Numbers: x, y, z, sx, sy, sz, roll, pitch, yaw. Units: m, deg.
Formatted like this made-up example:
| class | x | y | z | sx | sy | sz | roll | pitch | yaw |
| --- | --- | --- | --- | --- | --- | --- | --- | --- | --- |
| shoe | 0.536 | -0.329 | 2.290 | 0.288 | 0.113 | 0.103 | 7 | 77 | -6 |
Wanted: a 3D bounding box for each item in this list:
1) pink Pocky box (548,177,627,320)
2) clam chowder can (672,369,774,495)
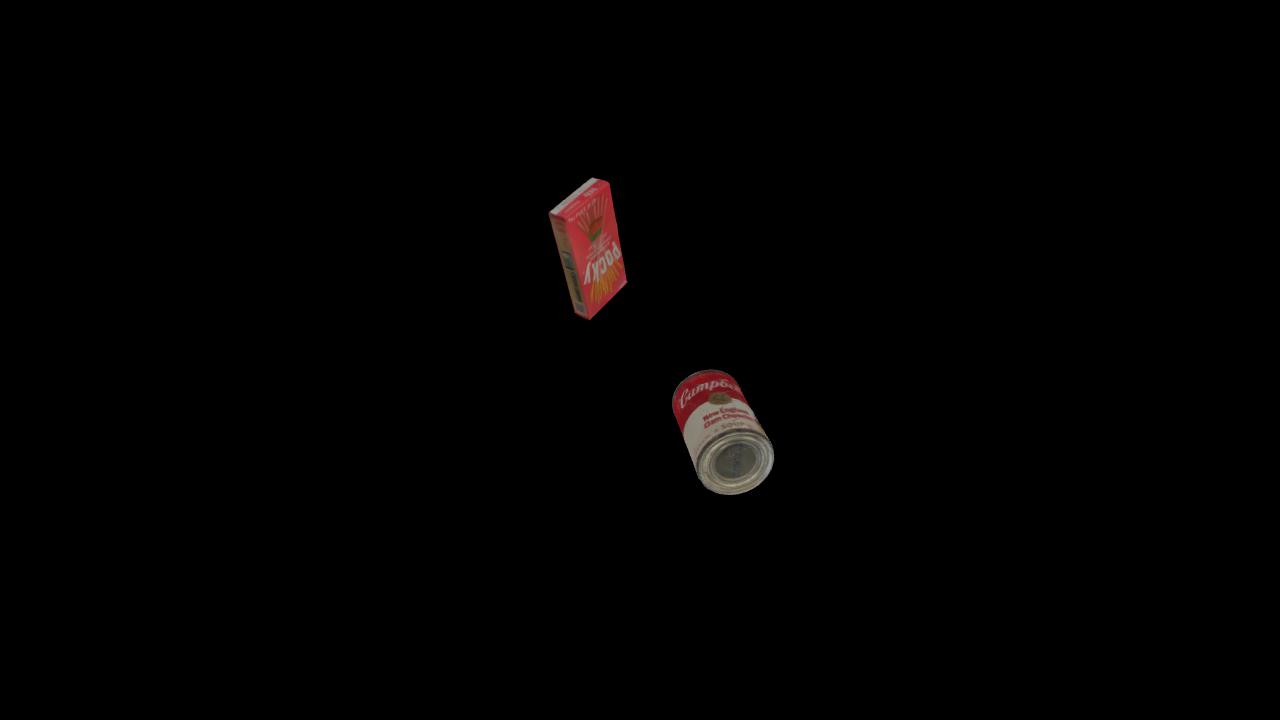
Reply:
| class | x | y | z | sx | sy | sz | roll | pitch | yaw |
| --- | --- | --- | --- | --- | --- | --- | --- | --- | --- |
| pink Pocky box | -0.059 | -0.132 | 0.748 | 0.029 | 0.155 | 0.084 | 23 | 54 | 28 |
| clam chowder can | 0.071 | 0.062 | 0.543 | 0.068 | 0.068 | 0.102 | 0 | 28 | -10 |
